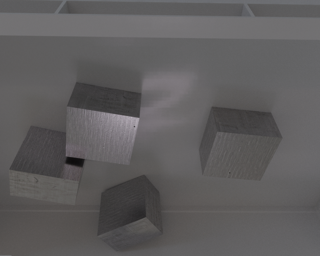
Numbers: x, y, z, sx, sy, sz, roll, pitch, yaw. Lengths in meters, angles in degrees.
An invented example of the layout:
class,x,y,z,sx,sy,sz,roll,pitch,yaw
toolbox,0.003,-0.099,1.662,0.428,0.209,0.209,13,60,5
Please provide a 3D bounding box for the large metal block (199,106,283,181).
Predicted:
class,x,y,z,sx,sy,sz,roll,pitch,yaw
large metal block,0.102,0.022,0.412,0.081,0.050,0.079,6,130,-5

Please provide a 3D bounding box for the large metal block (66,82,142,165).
class,x,y,z,sx,sy,sz,roll,pitch,yaw
large metal block,-0.071,-0.004,0.388,0.081,0.050,0.079,9,130,-8

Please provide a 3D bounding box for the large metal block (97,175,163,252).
class,x,y,z,sx,sy,sz,roll,pitch,yaw
large metal block,-0.045,0.131,0.480,0.080,0.080,0.050,-25,126,14

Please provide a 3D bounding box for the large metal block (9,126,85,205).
class,x,y,z,sx,sy,sz,roll,pitch,yaw
large metal block,-0.144,0.049,0.413,0.081,0.080,0.050,12,129,-10
